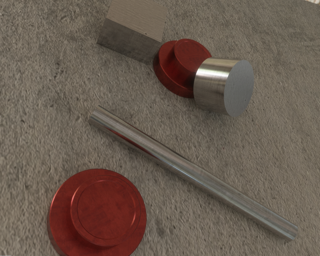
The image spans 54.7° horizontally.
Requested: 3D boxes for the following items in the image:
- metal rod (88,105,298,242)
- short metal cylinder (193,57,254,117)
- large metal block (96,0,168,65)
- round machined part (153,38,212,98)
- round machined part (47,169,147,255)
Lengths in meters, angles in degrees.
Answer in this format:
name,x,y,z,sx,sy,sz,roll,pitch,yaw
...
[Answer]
name,x,y,z,sx,sy,sz,roll,pitch,yaw
metal rod,0.047,0.061,0.391,0.301,0.025,0.025,32,52,-8
short metal cylinder,0.093,-0.060,0.447,0.081,0.050,0.079,-19,117,-43
large metal block,-0.040,-0.152,0.459,0.080,0.050,0.080,20,54,-17
round machined part,0.043,-0.098,0.475,0.099,0.042,0.098,14,56,-21
round machined part,-0.058,0.086,0.309,0.099,0.042,0.098,14,56,-21
